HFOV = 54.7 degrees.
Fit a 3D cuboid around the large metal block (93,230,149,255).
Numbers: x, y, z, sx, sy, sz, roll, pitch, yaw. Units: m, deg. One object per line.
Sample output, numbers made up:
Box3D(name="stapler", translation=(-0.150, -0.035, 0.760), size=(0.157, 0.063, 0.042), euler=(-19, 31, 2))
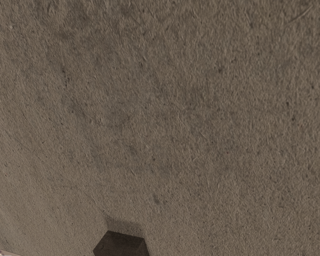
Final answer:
Box3D(name="large metal block", translation=(-0.067, 0.245, 0.575), size=(0.080, 0.050, 0.079), euler=(2, 120, 27))
